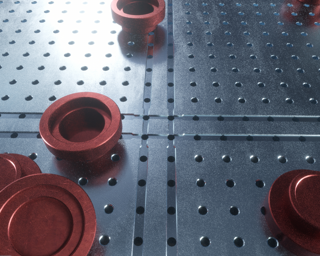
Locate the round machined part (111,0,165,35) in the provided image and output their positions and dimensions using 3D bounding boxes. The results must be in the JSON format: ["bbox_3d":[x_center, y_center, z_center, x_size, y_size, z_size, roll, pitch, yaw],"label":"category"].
[{"bbox_3d":[-0.039,-0.209,0.573,0.099,0.042,0.098,0,50,0],"label":"round machined part"}]

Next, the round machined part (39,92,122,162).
[{"bbox_3d":[-0.097,0.002,0.394,0.099,0.042,0.098,0,50,0],"label":"round machined part"}]

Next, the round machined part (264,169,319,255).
[{"bbox_3d":[0.165,0.085,0.327,0.099,0.042,0.098,0,50,0],"label":"round machined part"}]

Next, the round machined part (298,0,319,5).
[{"bbox_3d":[0.320,-0.292,0.644,0.099,0.042,0.098,0,50,0],"label":"round machined part"}]

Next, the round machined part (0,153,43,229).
[{"bbox_3d":[-0.180,0.067,0.340,0.099,0.042,0.098,0,50,0],"label":"round machined part"}]

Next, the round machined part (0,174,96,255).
[{"bbox_3d":[-0.114,0.096,0.299,0.099,0.042,0.098,7,67,-17],"label":"round machined part"}]
